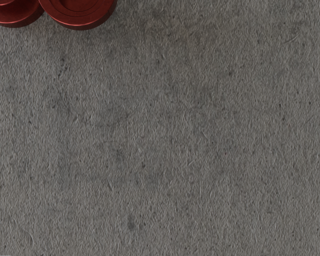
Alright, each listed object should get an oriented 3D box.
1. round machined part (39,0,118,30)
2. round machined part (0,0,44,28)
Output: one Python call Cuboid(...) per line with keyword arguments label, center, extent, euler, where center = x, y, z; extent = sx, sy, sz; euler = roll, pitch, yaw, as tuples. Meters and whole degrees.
Cuboid(label="round machined part", center=(-0.103, -0.174, 0.399), extent=(0.099, 0.042, 0.097), euler=(0, 90, -2))
Cuboid(label="round machined part", center=(-0.198, -0.184, 0.399), extent=(0.099, 0.042, 0.097), euler=(0, 90, -1))
